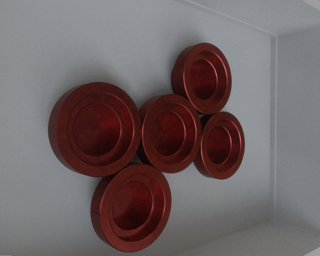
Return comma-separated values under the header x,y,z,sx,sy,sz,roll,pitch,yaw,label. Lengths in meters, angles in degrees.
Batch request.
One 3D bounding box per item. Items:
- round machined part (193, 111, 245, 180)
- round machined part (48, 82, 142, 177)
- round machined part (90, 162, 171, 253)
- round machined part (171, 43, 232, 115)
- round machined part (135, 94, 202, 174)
x,y,z,sx,sy,sz,roll,pitch,yaw,label
0.079,0.025,0.458,0.099,0.042,0.097,0,90,-40,round machined part
-0.072,0.001,0.332,0.099,0.042,0.097,0,90,-40,round machined part
-0.037,0.089,0.361,0.099,0.042,0.097,0,90,-40,round machined part
0.054,-0.067,0.437,0.099,0.042,0.097,0,90,-40,round machined part
0.005,0.007,0.395,0.099,0.042,0.097,0,90,-40,round machined part
